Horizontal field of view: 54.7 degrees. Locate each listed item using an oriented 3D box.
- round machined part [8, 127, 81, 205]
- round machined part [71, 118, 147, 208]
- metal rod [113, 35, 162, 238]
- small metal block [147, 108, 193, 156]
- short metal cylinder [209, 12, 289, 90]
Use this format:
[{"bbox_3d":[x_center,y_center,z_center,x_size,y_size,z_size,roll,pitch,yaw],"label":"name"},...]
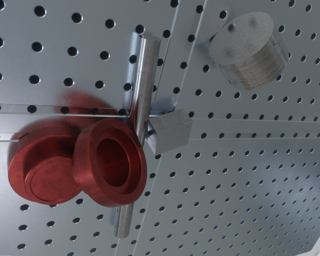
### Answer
[{"bbox_3d":[-0.124,0.051,0.364,0.099,0.042,0.097,-14,124,-21],"label":"round machined part"},{"bbox_3d":[-0.061,0.041,0.353,0.042,0.098,0.098,-20,136,29],"label":"round machined part"},{"bbox_3d":[-0.035,0.030,0.410,0.025,0.025,0.298,-4,120,-27],"label":"metal rod"},{"bbox_3d":[0.012,0.006,0.411,0.050,0.025,0.050,-19,146,-18],"label":"small metal block"},{"bbox_3d":[0.108,-0.093,0.377,0.080,0.080,0.050,-46,129,4],"label":"short metal cylinder"}]
